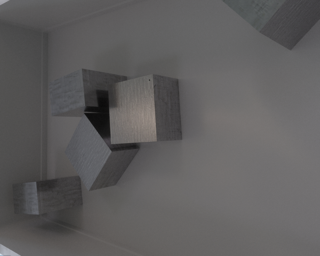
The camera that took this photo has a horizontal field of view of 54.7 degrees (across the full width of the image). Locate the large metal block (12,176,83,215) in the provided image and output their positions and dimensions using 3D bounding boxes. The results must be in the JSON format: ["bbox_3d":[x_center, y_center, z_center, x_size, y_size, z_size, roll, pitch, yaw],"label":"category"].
[{"bbox_3d":[-0.192,0.113,0.530,0.080,0.081,0.050,-12,83,39],"label":"large metal block"}]

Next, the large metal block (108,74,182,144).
[{"bbox_3d":[-0.021,-0.021,0.408,0.080,0.050,0.080,-6,86,40],"label":"large metal block"}]

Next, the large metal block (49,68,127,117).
[{"bbox_3d":[-0.104,-0.047,0.457,0.080,0.081,0.050,-11,83,39],"label":"large metal block"}]

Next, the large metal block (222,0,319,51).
[{"bbox_3d":[0.115,-0.124,0.276,0.080,0.081,0.050,-52,60,28],"label":"large metal block"}]

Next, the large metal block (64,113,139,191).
[{"bbox_3d":[-0.089,0.034,0.463,0.080,0.050,0.080,49,121,28],"label":"large metal block"}]
